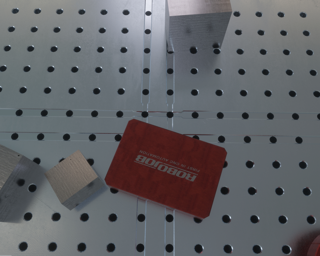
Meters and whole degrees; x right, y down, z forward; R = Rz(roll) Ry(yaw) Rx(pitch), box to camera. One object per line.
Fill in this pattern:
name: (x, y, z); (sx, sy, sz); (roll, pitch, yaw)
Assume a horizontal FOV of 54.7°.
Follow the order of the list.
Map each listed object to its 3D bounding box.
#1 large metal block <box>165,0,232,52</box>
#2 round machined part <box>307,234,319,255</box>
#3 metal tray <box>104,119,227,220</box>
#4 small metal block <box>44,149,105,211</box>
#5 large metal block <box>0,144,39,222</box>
large metal block: (0.050, -0.155, 0.439); (0.081, 0.080, 0.050); (-5, 70, -2)
round machined part: (0.211, 0.162, 0.345); (0.099, 0.042, 0.098); (0, 70, 0)
metal tray: (0.008, 0.051, 0.390); (0.131, 0.030, 0.090); (18, 71, 6)
small metal block: (-0.105, 0.063, 0.381); (0.050, 0.025, 0.050); (-36, 57, -12)
large metal block: (-0.212, 0.058, 0.376); (0.080, 0.050, 0.080); (24, 72, 8)
